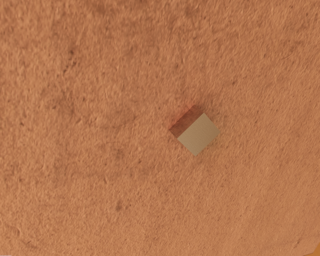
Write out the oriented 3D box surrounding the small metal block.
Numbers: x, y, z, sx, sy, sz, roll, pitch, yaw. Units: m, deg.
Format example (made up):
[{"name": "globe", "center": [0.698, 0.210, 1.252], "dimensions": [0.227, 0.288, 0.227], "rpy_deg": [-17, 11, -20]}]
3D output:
[{"name": "small metal block", "center": [0.049, 0.004, 0.435], "dimensions": [0.050, 0.025, 0.050], "rpy_deg": [-45, 129, 3]}]
